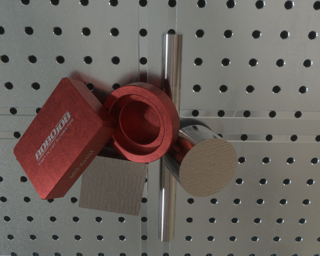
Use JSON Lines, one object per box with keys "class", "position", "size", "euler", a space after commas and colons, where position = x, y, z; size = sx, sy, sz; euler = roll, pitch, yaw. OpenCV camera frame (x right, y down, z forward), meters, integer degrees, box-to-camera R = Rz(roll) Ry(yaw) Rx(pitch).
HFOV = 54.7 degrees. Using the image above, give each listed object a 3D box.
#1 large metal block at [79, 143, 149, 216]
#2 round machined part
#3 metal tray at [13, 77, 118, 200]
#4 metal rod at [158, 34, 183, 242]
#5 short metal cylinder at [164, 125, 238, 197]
{"class": "large metal block", "position": [-0.061, 0.067, 0.424], "size": [0.081, 0.050, 0.079], "euler": [10, 110, -4]}
{"class": "round machined part", "position": [-0.021, -0.009, 0.387], "size": [0.098, 0.042, 0.097], "euler": [9, 111, 24]}
{"class": "metal tray", "position": [-0.122, 0.014, 0.388], "size": [0.130, 0.030, 0.090], "euler": [-50, 65, 15]}
{"class": "metal rod", "position": [0.013, 0.027, 0.424], "size": [0.025, 0.025, 0.298], "euler": [1, 110, -1]}
{"class": "short metal cylinder", "position": [0.052, 0.042, 0.402], "size": [0.081, 0.050, 0.079], "euler": [-7, 112, -19]}
